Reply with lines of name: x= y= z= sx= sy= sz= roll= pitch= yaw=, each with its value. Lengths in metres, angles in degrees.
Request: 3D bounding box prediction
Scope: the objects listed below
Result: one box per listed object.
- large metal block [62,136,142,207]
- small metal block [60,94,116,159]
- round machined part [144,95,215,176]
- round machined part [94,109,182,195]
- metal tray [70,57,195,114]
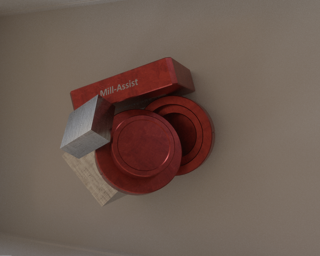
large metal block: x=-0.063 y=0.046 z=0.401 sx=0.050 sy=0.080 sz=0.080 roll=-46 pitch=76 yaw=14
small metal block: x=-0.078 y=-0.001 z=0.337 sx=0.050 sy=0.025 sz=0.050 roll=-28 pitch=42 yaw=30
round machined part: x=0.021 y=0.009 z=0.393 sx=0.098 sy=0.042 sz=0.097 roll=0 pitch=90 yaw=19
round machined part: x=-0.022 y=0.024 z=0.345 sx=0.099 sy=0.042 sz=0.098 roll=5 pitch=71 yaw=-14
metal tray: x=-0.031 y=-0.045 z=0.384 sx=0.130 sy=0.090 sz=0.030 roll=-16 pitch=86 yaw=19
